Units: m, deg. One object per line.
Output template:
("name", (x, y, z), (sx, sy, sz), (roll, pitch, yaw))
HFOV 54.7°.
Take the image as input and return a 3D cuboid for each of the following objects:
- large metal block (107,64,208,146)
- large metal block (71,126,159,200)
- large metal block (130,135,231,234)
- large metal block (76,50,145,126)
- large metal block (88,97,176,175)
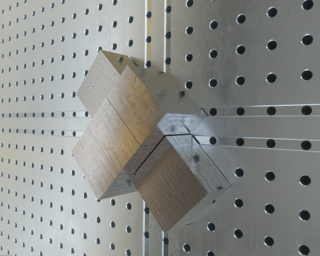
("large metal block", (-0.003, -0.027, 0.375), (0.050, 0.081, 0.080), (-52, 60, 27))
("large metal block", (-0.059, 0.044, 0.420), (0.050, 0.081, 0.080), (-52, 60, 27))
("large metal block", (0.022, 0.065, 0.373), (0.080, 0.050, 0.080), (-52, 60, 28))
("large metal block", (-0.064, -0.051, 0.440), (0.080, 0.050, 0.080), (52, 121, 27))
("large metal block", (-0.031, 0.008, 0.398), (0.050, 0.081, 0.080), (-52, 60, 27))
